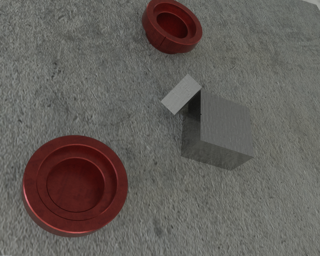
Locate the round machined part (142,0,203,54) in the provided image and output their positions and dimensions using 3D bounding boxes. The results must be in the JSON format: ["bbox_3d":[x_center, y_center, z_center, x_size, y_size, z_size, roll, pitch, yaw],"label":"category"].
[{"bbox_3d":[0.016,-0.159,0.500,0.099,0.042,0.098,14,56,-21],"label":"round machined part"}]

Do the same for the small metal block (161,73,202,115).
[{"bbox_3d":[0.031,-0.045,0.420,0.025,0.050,0.050,45,9,3],"label":"small metal block"}]

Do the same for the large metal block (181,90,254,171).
[{"bbox_3d":[0.078,0.005,0.429,0.081,0.050,0.080,18,55,-19],"label":"large metal block"}]

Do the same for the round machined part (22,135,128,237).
[{"bbox_3d":[-0.086,0.060,0.311,0.099,0.042,0.098,14,56,-21],"label":"round machined part"}]
